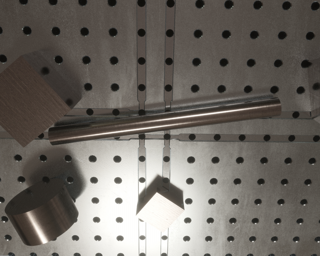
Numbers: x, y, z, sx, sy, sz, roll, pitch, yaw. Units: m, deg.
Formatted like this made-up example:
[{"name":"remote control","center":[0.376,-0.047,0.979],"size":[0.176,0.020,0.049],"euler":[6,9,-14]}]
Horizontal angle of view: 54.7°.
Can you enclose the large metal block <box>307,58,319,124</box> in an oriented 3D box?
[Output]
[{"name":"large metal block","center":[0.237,-0.050,0.385],"size":[0.080,0.050,0.080],"euler":[-13,110,4]}]

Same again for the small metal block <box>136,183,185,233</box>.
[{"name":"small metal block","center":[0.000,0.118,0.457],"size":[0.050,0.025,0.050],"euler":[36,106,-13]}]

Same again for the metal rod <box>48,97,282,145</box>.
[{"name":"metal rod","center":[0.005,-0.008,0.410],"size":[0.302,0.025,0.025],"euler":[-7,110,2]}]

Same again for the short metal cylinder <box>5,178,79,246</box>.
[{"name":"short metal cylinder","center":[-0.160,0.113,0.423],"size":[0.080,0.080,0.050],"euler":[-17,110,6]}]

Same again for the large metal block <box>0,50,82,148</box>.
[{"name":"large metal block","center":[-0.161,-0.037,0.384],"size":[0.080,0.050,0.080],"euler":[-36,107,12]}]
